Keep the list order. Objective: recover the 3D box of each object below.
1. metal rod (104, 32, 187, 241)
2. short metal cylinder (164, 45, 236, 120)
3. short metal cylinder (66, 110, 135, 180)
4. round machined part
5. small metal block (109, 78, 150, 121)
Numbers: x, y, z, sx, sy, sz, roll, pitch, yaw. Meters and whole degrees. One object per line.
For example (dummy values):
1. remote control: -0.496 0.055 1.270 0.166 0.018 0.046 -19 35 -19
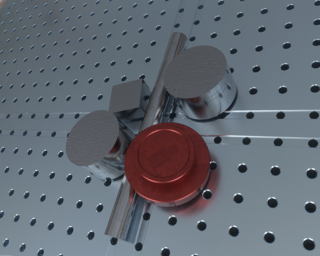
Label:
1. metal rod: -0.011 -0.006 0.413 0.025 0.025 0.300 3 63 29
2. short metal cylinder: 0.051 -0.058 0.395 0.080 0.050 0.080 -13 56 21
3. short metal cylinder: -0.076 0.023 0.413 0.080 0.050 0.080 -13 56 21
4. round machined part: 0.007 0.036 0.351 0.098 0.042 0.098 -4 62 8
5. small metal block: -0.044 -0.040 0.450 0.050 0.025 0.050 -10 57 22
